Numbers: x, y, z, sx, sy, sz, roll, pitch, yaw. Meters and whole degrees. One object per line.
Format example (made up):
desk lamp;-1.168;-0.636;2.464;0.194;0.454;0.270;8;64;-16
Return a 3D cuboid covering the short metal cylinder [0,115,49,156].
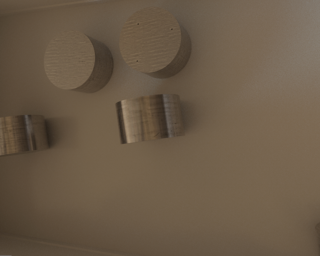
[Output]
short metal cylinder;-0.208;0.012;0.453;0.080;0.080;0.050;-10;87;19

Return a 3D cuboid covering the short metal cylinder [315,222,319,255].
short metal cylinder;0.203;0.126;0.310;0.080;0.080;0.050;-7;88;19

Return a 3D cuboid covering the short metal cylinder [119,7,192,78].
short metal cylinder;-0.005;-0.107;0.398;0.080;0.050;0.079;0;90;19

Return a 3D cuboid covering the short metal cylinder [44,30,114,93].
short metal cylinder;-0.113;-0.091;0.436;0.080;0.050;0.079;0;90;19

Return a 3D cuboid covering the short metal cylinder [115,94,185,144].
short metal cylinder;-0.012;-0.010;0.385;0.080;0.080;0.050;-9;87;19
